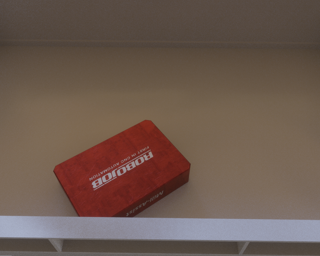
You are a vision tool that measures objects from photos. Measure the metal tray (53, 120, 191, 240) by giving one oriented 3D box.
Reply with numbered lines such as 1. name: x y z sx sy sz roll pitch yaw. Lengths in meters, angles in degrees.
1. metal tray: -0.042 0.053 0.357 0.131 0.030 0.090 -28 56 -22
